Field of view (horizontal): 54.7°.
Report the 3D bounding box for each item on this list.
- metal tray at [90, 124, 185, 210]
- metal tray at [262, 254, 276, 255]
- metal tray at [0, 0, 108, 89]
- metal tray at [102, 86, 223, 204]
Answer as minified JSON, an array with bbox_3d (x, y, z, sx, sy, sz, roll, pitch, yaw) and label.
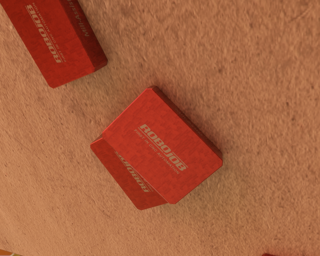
[{"bbox_3d":[-0.030,0.055,0.452,0.090,0.030,0.130,-26,105,36],"label":"metal tray"},{"bbox_3d":[0.196,0.249,0.454,0.090,0.030,0.129,3,120,26],"label":"metal tray"},{"bbox_3d":[-0.135,-0.124,0.396,0.090,0.030,0.129,-13,112,33],"label":"metal tray"},{"bbox_3d":[0.004,0.022,0.393,0.130,0.030,0.090,45,106,-4],"label":"metal tray"}]
